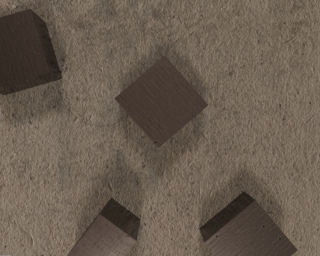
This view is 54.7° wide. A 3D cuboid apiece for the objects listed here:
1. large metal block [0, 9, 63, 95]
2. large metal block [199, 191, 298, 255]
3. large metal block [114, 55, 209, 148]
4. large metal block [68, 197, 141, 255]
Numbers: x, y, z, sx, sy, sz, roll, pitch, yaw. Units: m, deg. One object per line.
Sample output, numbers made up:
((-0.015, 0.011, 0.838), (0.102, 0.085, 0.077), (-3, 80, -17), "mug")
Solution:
((-0.182, -0.094, 0.395), (0.080, 0.050, 0.080), (-16, 90, -1), "large metal block")
((0.110, 0.143, 0.399), (0.080, 0.050, 0.080), (-40, 91, 0), "large metal block")
((0.002, -0.032, 0.398), (0.080, 0.050, 0.080), (-41, 91, 0), "large metal block")
((-0.071, 0.141, 0.382), (0.050, 0.080, 0.080), (37, 90, -1), "large metal block")
